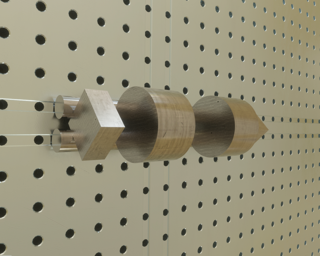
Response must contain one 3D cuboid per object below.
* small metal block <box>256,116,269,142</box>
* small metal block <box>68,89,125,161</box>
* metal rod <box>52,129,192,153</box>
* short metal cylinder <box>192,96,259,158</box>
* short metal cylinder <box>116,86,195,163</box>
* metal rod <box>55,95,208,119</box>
[{"bbox_3d":[0.126,0.000,0.469,0.025,0.050,0.050,1,49,-40],"label":"small metal block"},{"bbox_3d":[-0.065,-0.003,0.309,0.025,0.050,0.050,1,47,-40],"label":"small metal block"},{"bbox_3d":[0.009,0.015,0.417,0.302,0.025,0.025,1,90,-40],"label":"metal rod"},{"bbox_3d":[0.083,-0.002,0.414,0.050,0.080,0.080,1,90,-40],"label":"short metal cylinder"},{"bbox_3d":[-0.008,-0.003,0.338,0.050,0.080,0.080,1,90,-40],"label":"short metal cylinder"},{"bbox_3d":[0.011,-0.020,0.419,0.302,0.025,0.025,1,90,-40],"label":"metal rod"}]
